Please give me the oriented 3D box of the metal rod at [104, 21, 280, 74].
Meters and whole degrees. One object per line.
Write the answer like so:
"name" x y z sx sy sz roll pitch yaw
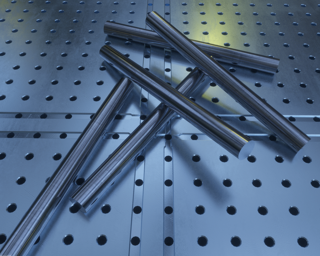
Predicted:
"metal rod" 0.045 -0.139 0.524 0.301 0.025 0.025 17 52 13

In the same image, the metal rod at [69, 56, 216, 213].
"metal rod" -0.004 -0.011 0.416 0.025 0.025 0.301 28 55 21

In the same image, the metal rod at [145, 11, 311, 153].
"metal rod" 0.084 -0.077 0.445 0.025 0.025 0.300 -34 67 -25

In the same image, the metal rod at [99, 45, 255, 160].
"metal rod" 0.001 -0.051 0.419 0.025 0.025 0.300 -30 47 -23

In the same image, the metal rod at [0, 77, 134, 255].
"metal rod" -0.104 0.042 0.370 0.025 0.025 0.301 17 52 13
